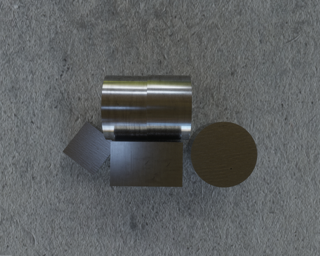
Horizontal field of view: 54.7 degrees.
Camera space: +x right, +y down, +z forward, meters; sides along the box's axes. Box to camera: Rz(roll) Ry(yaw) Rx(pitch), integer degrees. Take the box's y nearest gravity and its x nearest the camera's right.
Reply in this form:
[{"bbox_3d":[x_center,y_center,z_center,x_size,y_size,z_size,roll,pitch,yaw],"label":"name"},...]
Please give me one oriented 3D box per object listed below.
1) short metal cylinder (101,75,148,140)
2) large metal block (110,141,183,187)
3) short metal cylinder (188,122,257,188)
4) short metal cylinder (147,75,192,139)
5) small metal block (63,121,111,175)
[{"bbox_3d":[-0.040,-0.025,0.384,0.050,0.080,0.079,1,90,0],"label":"short metal cylinder"},{"bbox_3d":[-0.015,0.040,0.384,0.081,0.080,0.050,1,90,0],"label":"large metal block"},{"bbox_3d":[0.077,0.032,0.399,0.081,0.050,0.079,0,90,0],"label":"short metal cylinder"},{"bbox_3d":[0.010,-0.025,0.384,0.050,0.080,0.079,1,90,0],"label":"short metal cylinder"},{"bbox_3d":[-0.090,0.026,0.411,0.050,0.025,0.050,38,90,0],"label":"small metal block"}]
